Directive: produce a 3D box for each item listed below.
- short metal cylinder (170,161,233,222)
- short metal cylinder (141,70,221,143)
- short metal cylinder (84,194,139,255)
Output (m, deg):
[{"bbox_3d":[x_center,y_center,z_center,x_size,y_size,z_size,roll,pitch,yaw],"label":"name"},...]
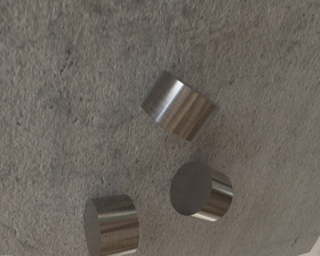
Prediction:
[{"bbox_3d":[0.061,0.096,0.466,0.050,0.080,0.080,27,103,-38],"label":"short metal cylinder"},{"bbox_3d":[0.025,-0.026,0.370,0.080,0.080,0.050,25,104,-37],"label":"short metal cylinder"},{"bbox_3d":[-0.067,0.133,0.418,0.050,0.080,0.079,-2,119,-28],"label":"short metal cylinder"}]
